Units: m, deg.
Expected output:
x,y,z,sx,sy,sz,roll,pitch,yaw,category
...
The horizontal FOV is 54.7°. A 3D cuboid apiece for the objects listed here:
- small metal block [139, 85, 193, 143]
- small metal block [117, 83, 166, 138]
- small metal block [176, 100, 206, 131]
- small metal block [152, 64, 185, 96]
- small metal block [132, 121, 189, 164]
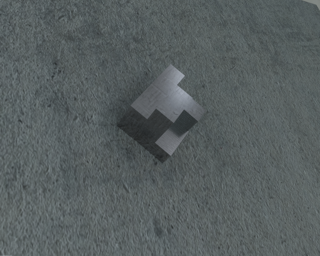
x,y,z,sx,sy,sz,roll,pitch,yaw,category
0.007,-0.017,0.372,0.025,0.050,0.050,40,51,-2,small metal block
-0.023,-0.021,0.391,0.025,0.050,0.050,40,51,-2,small metal block
0.025,-0.020,0.416,0.050,0.050,0.025,40,51,-2,small metal block
0.002,-0.052,0.423,0.025,0.050,0.050,40,51,-2,small metal block
0.001,0.009,0.402,0.050,0.025,0.050,40,51,-1,small metal block
